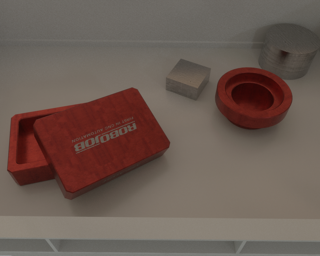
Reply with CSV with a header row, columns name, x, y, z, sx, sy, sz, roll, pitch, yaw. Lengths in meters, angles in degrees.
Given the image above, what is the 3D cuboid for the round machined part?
name,x,y,z,sx,sy,sz,roll,pitch,yaw
round machined part,0.125,-0.036,0.426,0.099,0.042,0.098,0,50,0

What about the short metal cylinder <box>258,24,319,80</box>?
name,x,y,z,sx,sy,sz,roll,pitch,yaw
short metal cylinder,0.204,-0.122,0.494,0.081,0.050,0.080,0,50,0

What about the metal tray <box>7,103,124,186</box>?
name,x,y,z,sx,sy,sz,roll,pitch,yaw
metal tray,-0.115,0.014,0.388,0.131,0.030,0.090,-11,51,-10

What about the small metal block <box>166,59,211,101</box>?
name,x,y,z,sx,sy,sz,roll,pitch,yaw
small metal block,0.043,-0.074,0.468,0.050,0.025,0.050,22,53,17

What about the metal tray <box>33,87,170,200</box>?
name,x,y,z,sx,sy,sz,roll,pitch,yaw
metal tray,-0.065,0.013,0.360,0.131,0.030,0.090,-24,74,-28
